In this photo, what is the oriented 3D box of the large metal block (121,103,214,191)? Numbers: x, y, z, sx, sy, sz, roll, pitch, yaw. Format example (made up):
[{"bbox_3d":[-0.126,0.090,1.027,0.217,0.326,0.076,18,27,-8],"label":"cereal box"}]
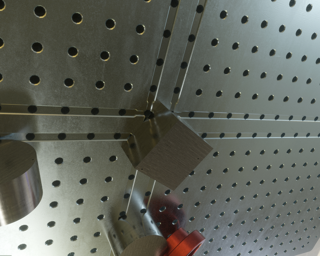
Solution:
[{"bbox_3d":[0.010,0.027,0.417,0.080,0.050,0.080,-48,129,6],"label":"large metal block"}]

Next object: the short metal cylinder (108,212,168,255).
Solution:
[{"bbox_3d":[-0.035,0.180,0.487,0.081,0.050,0.079,-14,124,-21],"label":"short metal cylinder"}]

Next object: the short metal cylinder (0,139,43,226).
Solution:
[{"bbox_3d":[-0.166,0.054,0.318,0.081,0.080,0.050,-10,123,-23],"label":"short metal cylinder"}]

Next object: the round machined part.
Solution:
[{"bbox_3d":[0.029,0.209,0.529,0.098,0.042,0.098,-38,155,-22],"label":"round machined part"}]
